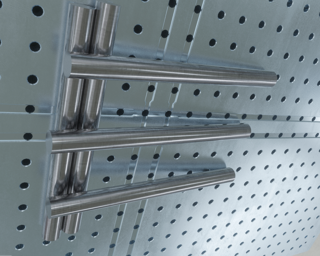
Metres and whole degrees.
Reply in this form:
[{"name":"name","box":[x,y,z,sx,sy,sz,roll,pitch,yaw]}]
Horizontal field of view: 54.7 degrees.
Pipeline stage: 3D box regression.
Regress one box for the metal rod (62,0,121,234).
[{"name":"metal rod","box":[-0.087,0.007,0.368,0.025,0.025,0.298,1,118,-29]}]

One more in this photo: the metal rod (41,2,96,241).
[{"name":"metal rod","box":[-0.111,0.013,0.359,0.025,0.025,0.298,1,118,-29]}]

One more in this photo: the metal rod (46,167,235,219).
[{"name":"metal rod","box":[-0.005,0.086,0.445,0.303,0.025,0.025,-3,120,-34]}]

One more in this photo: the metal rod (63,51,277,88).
[{"name":"metal rod","box":[0.038,-0.066,0.374,0.303,0.025,0.025,-3,120,-34]}]

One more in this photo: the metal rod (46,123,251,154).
[{"name":"metal rod","box":[0.010,0.009,0.404,0.303,0.025,0.025,-2,120,-35]}]
